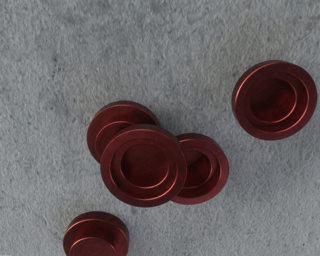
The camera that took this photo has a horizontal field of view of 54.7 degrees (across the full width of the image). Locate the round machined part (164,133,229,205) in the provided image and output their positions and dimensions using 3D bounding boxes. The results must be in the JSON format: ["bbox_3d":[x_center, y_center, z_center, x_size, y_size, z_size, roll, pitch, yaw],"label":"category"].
[{"bbox_3d":[0.040,0.051,0.419,0.099,0.042,0.097,-1,112,-3],"label":"round machined part"}]

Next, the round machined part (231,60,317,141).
[{"bbox_3d":[0.139,-0.037,0.389,0.099,0.042,0.097,0,110,-1],"label":"round machined part"}]

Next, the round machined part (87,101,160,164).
[{"bbox_3d":[-0.047,0.017,0.406,0.099,0.042,0.097,0,110,0],"label":"round machined part"}]

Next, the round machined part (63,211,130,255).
[{"bbox_3d":[-0.097,0.178,0.465,0.099,0.042,0.097,0,110,-1],"label":"round machined part"}]

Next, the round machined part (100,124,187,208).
[{"bbox_3d":[-0.017,0.041,0.368,0.099,0.042,0.097,1,108,3],"label":"round machined part"}]
